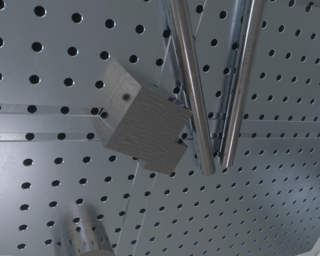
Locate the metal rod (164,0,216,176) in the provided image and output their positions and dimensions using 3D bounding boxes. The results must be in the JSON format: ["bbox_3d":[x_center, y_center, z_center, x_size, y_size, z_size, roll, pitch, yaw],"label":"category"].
[{"bbox_3d":[0.043,-0.047,0.405,0.025,0.025,0.298,-26,128,-13],"label":"metal rod"}]

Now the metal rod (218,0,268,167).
[{"bbox_3d":[0.114,-0.072,0.428,0.025,0.025,0.298,-11,123,-23],"label":"metal rod"}]

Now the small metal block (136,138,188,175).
[{"bbox_3d":[0.003,0.035,0.435,0.050,0.025,0.050,20,108,-36],"label":"small metal block"}]

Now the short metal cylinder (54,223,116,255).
[{"bbox_3d":[-0.109,0.187,0.451,0.081,0.050,0.079,-14,124,-21],"label":"short metal cylinder"}]

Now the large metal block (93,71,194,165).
[{"bbox_3d":[-0.021,-0.010,0.377,0.080,0.050,0.080,24,106,-37],"label":"large metal block"}]

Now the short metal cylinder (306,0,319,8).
[{"bbox_3d":[0.238,-0.196,0.404,0.081,0.050,0.079,-14,124,-21],"label":"short metal cylinder"}]
